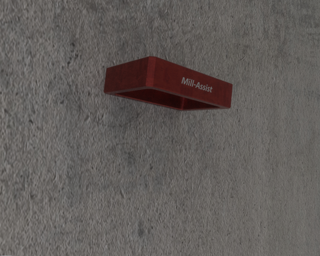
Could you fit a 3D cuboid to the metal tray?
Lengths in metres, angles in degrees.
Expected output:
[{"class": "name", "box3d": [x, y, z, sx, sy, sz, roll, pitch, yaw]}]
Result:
[{"class": "metal tray", "box3d": [0.012, -0.047, 0.371, 0.131, 0.090, 0.030, 10, 84, -40]}]
